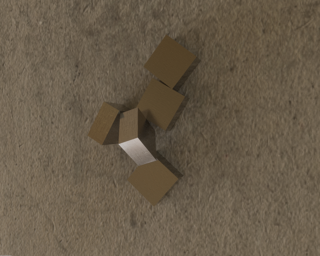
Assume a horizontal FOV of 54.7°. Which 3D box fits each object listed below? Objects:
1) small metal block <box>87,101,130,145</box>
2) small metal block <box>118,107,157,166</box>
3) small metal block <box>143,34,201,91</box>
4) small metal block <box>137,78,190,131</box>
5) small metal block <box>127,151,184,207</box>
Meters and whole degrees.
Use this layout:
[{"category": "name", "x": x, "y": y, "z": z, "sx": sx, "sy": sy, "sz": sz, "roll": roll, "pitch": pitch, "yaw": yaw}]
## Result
[{"category": "small metal block", "x": -0.064, "y": -0.006, "z": 0.417, "sx": 0.025, "sy": 0.050, "sz": 0.050, "roll": 31, "pitch": 100, "yaw": 18}, {"category": "small metal block", "x": -0.027, "y": 0.011, "z": 0.389, "sx": 0.025, "sy": 0.050, "sz": 0.050, "roll": -19, "pitch": 46, "yaw": 16}, {"category": "small metal block", "x": 0.016, "y": -0.084, "z": 0.403, "sx": 0.050, "sy": 0.025, "sz": 0.050, "roll": 40, "pitch": 102, "yaw": 15}, {"category": "small metal block", "x": 0.003, "y": -0.031, "z": 0.407, "sx": 0.050, "sy": 0.025, "sz": 0.050, "roll": 32, "pitch": 100, "yaw": 16}, {"category": "small metal block", "x": -0.006, "y": 0.066, "z": 0.410, "sx": 0.050, "sy": 0.025, "sz": 0.050, "roll": 42, "pitch": 103, "yaw": 14}]
